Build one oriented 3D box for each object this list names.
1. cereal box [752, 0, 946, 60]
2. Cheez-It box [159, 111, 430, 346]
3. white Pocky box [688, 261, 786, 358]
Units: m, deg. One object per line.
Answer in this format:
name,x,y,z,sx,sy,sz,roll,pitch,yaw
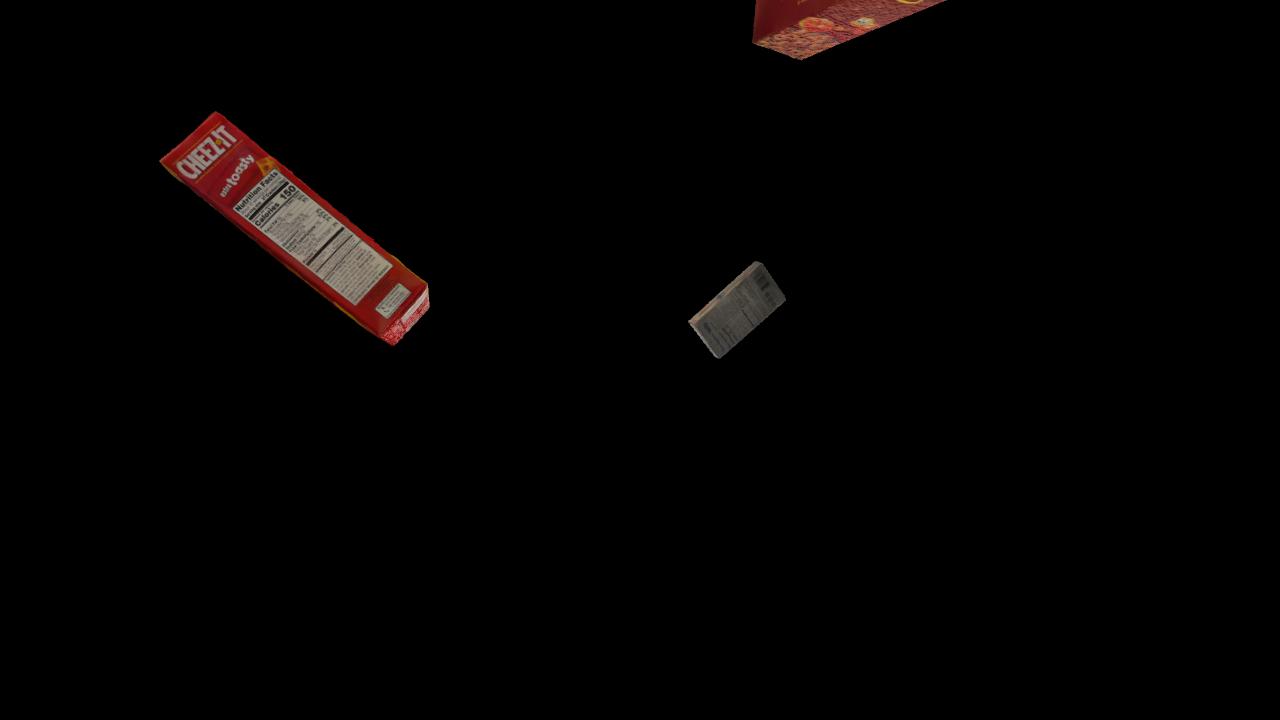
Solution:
cereal box,0.223,-0.394,0.493,0.081,0.203,0.306,1,6,-30
Cheez-It box,-0.313,-0.111,0.599,0.223,0.071,0.166,42,-13,-12
white Pocky box,0.162,-0.082,1.019,0.154,0.084,0.028,-42,26,-3
